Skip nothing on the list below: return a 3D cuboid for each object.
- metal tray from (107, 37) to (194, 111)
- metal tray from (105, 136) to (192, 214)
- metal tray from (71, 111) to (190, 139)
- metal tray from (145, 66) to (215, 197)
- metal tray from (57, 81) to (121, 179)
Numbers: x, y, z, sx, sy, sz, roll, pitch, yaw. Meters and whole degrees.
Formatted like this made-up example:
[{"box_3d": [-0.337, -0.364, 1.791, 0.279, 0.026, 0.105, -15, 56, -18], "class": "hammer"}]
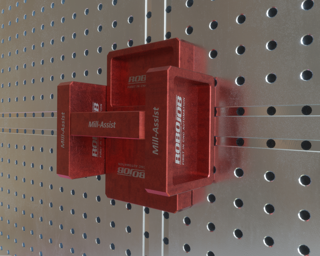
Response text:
[{"box_3d": [-0.018, -0.064, 0.418, 0.130, 0.030, 0.089, 1, 91, 39], "class": "metal tray"}, {"box_3d": [-0.020, 0.057, 0.418, 0.130, 0.030, 0.089, 1, 91, 39], "class": "metal tray"}, {"box_3d": [-0.039, -0.004, 0.395, 0.130, 0.091, 0.030, 1, 91, 39], "class": "metal tray"}, {"box_3d": [0.025, 0.003, 0.344, 0.030, 0.091, 0.129, 1, 91, 40], "class": "metal tray"}, {"box_3d": [-0.100, 0.003, 0.446, 0.030, 0.091, 0.129, 1, 91, 40], "class": "metal tray"}]
